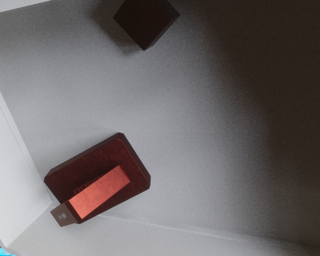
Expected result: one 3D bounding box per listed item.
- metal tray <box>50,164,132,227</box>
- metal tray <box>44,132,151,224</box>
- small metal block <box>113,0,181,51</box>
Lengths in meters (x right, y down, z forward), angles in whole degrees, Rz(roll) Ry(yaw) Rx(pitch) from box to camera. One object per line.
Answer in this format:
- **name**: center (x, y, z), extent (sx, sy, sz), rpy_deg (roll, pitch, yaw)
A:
- **metal tray**: center (-0.105, 0.102, 0.457), extent (0.030, 0.091, 0.129), rpy_deg (55, 147, 1)
- **metal tray**: center (-0.091, 0.076, 0.460), extent (0.130, 0.030, 0.090), rpy_deg (-28, 105, 8)
- **small metal block**: center (-0.015, -0.122, 0.340), extent (0.050, 0.025, 0.050), rpy_deg (47, 129, -5)
